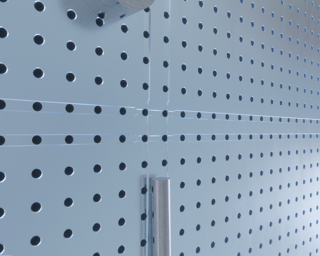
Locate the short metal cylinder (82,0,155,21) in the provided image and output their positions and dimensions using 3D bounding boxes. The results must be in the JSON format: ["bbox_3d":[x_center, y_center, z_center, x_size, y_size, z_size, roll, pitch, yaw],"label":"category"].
[{"bbox_3d":[-0.047,-0.169,0.354,0.081,0.050,0.079,0,90,-40],"label":"short metal cylinder"}]

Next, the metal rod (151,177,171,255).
[{"bbox_3d":[0.003,0.216,0.414,0.025,0.025,0.298,-2,91,-40],"label":"metal rod"}]
